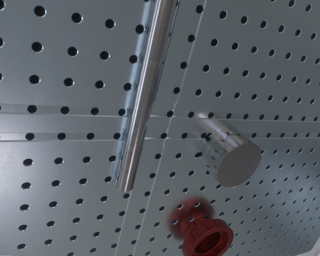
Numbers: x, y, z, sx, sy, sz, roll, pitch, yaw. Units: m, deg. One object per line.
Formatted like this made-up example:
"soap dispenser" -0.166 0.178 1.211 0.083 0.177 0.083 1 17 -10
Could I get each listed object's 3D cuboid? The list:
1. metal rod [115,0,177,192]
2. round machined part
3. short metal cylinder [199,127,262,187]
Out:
"metal rod" -0.016 -0.050 0.371 0.025 0.025 0.298 0 119 -29
"round machined part" 0.083 0.205 0.573 0.099 0.042 0.097 -14 124 -21
"short metal cylinder" 0.109 0.045 0.483 0.081 0.050 0.079 -14 124 -21
